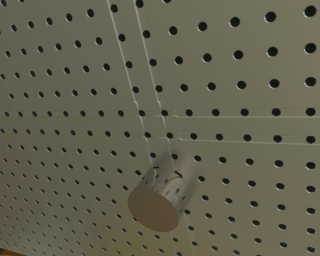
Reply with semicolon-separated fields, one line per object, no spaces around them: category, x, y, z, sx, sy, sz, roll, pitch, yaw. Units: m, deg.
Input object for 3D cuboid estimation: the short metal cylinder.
short metal cylinder;0.000;0.107;0.460;0.080;0.050;0.079;13;124;20
